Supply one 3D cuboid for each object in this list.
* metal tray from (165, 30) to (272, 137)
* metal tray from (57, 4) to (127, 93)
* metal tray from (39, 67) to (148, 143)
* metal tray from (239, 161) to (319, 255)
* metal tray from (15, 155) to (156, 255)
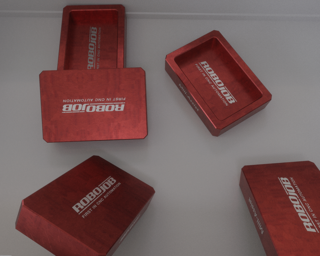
[{"bbox_3d":[0.077,-0.064,0.430,0.090,0.030,0.130,-30,73,-11],"label":"metal tray"},{"bbox_3d":[-0.095,-0.116,0.448,0.091,0.030,0.130,-1,70,-1],"label":"metal tray"},{"bbox_3d":[-0.082,-0.029,0.399,0.131,0.030,0.089,-2,93,-1],"label":"metal tray"},{"bbox_3d":[0.149,0.091,0.337,0.091,0.030,0.130,-4,34,-2],"label":"metal tray"},{"bbox_3d":[-0.070,0.082,0.329,0.090,0.131,0.030,29,112,10],"label":"metal tray"}]
